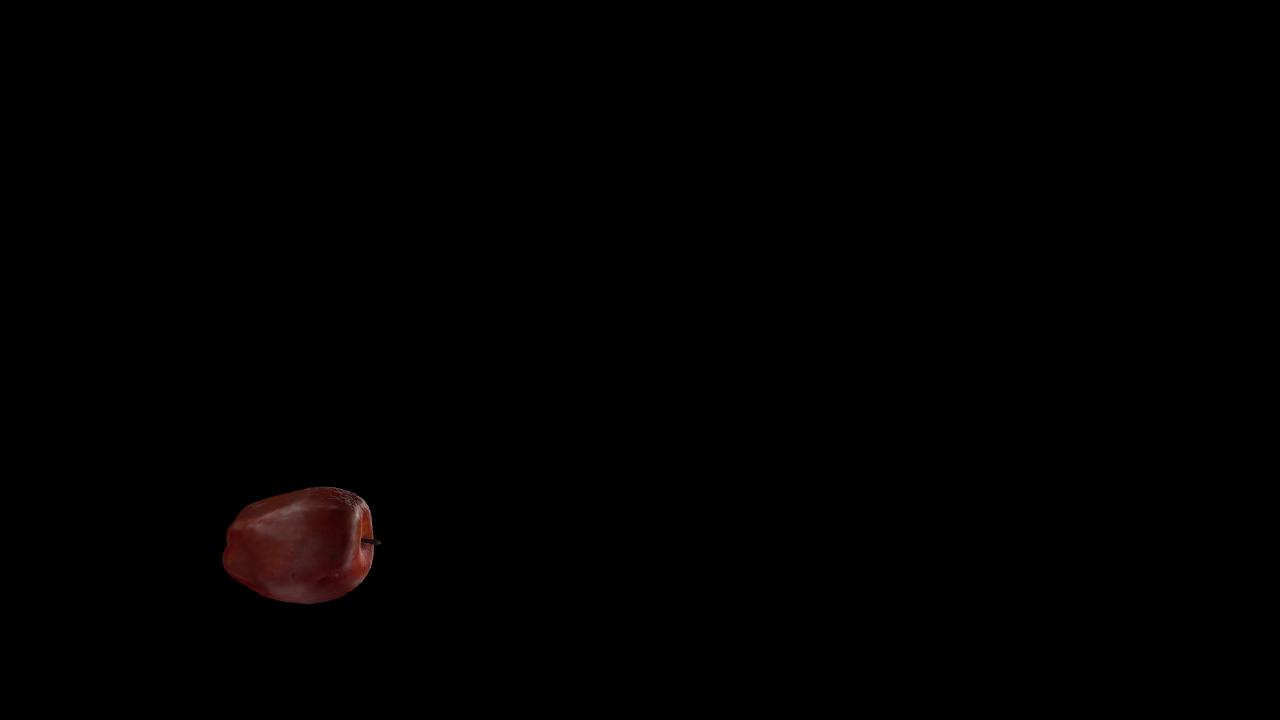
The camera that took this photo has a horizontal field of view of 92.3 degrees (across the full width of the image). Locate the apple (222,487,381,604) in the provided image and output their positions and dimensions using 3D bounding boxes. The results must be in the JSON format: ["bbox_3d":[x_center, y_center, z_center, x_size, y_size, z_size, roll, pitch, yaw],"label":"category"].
[{"bbox_3d":[-0.227,0.126,0.419,0.093,0.079,0.079,1,0,-11],"label":"apple"}]
